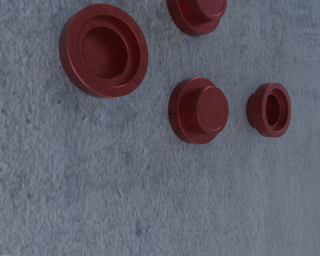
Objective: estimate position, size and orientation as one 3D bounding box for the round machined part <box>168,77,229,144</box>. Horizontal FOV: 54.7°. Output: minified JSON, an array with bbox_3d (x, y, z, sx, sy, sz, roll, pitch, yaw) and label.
[{"bbox_3d":[0.062,-0.025,0.448,0.099,0.042,0.097,0,90,-40],"label":"round machined part"}]

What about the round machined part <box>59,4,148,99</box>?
[{"bbox_3d":[-0.064,-0.081,0.341,0.099,0.042,0.097,0,90,-40],"label":"round machined part"}]

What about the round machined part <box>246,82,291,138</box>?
[{"bbox_3d":[0.193,-0.032,0.559,0.099,0.042,0.097,0,90,-40],"label":"round machined part"}]

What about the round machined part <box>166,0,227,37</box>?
[{"bbox_3d":[0.059,-0.185,0.445,0.099,0.042,0.097,0,90,-40],"label":"round machined part"}]
